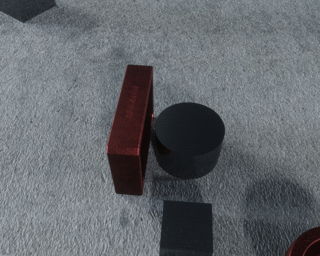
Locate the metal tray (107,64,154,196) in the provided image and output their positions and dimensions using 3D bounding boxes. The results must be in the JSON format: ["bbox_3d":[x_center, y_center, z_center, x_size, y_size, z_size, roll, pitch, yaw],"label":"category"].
[{"bbox_3d":[-0.029,0.000,0.360,0.030,0.089,0.130,4,50,3],"label":"metal tray"}]

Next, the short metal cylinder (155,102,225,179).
[{"bbox_3d":[0.034,0.015,0.375,0.081,0.050,0.080,0,50,0],"label":"short metal cylinder"}]

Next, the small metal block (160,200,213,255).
[{"bbox_3d":[0.027,0.104,0.316,0.050,0.025,0.050,4,50,3],"label":"small metal block"}]

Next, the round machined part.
[{"bbox_3d":[0.158,0.142,0.275,0.099,0.042,0.098,0,50,0],"label":"round machined part"}]

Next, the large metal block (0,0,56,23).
[{"bbox_3d":[-0.266,-0.257,0.599,0.080,0.050,0.080,30,56,22],"label":"large metal block"}]
